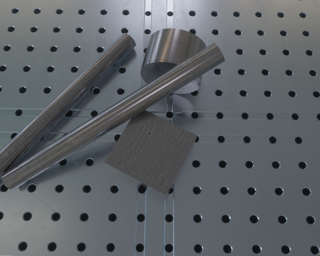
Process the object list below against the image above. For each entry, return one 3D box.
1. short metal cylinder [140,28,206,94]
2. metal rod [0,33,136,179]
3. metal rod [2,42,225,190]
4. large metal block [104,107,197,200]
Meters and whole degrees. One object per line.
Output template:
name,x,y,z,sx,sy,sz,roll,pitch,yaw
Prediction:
short metal cylinder,0.019,-0.087,0.414,0.080,0.080,0.050,11,70,4
metal rod,-0.141,-0.022,0.418,0.025,0.025,0.301,38,74,12
metal rod,-0.060,-0.010,0.371,0.301,0.025,0.025,-31,73,6
large metal block,-0.010,0.033,0.386,0.080,0.050,0.080,27,72,9
